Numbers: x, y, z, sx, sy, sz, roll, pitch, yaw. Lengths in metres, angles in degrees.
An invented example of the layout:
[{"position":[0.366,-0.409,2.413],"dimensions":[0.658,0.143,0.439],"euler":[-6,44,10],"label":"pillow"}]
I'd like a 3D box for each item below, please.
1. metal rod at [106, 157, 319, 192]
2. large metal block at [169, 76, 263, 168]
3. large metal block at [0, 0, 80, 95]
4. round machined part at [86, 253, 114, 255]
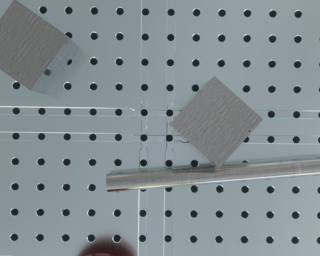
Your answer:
[{"position":[0.081,0.061,0.413],"dimensions":[0.302,0.025,0.025],"euler":[-5,90,0],"label":"metal rod"},{"position":[0.069,-0.008,0.401],"dimensions":[0.080,0.050,0.080],"euler":[42,90,0],"label":"large metal block"},{"position":[-0.166,-0.101,0.399],"dimensions":[0.080,0.050,0.080],"euler":[35,90,0],"label":"large metal block"},{"position":[-0.078,0.212,0.404],"dimensions":[0.099,0.042,0.097],"euler":[0,90,0],"label":"round machined part"}]
